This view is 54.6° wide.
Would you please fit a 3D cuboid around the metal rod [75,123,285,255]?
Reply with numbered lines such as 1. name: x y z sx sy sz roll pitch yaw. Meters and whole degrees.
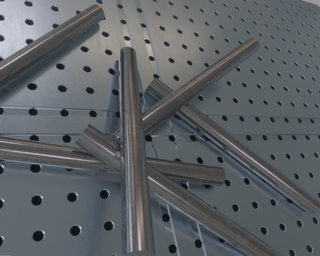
1. metal rod: 0.039 0.091 0.353 0.301 0.025 0.025 35 51 -12

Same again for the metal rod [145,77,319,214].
1. metal rod: 0.107 0.027 0.447 0.301 0.025 0.025 37 51 -4

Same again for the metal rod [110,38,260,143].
1. metal rod: 0.052 -0.060 0.434 0.302 0.025 0.025 -37 83 -32

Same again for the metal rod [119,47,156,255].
1. metal rod: -0.031 -0.005 0.340 0.025 0.025 0.300 14 39 -20

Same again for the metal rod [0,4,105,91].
1. metal rod: -0.163 -0.078 0.367 0.025 0.025 0.301 39 51 -2

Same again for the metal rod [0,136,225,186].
1. metal rod: -0.058 0.039 0.352 0.302 0.025 0.025 11 57 -23
